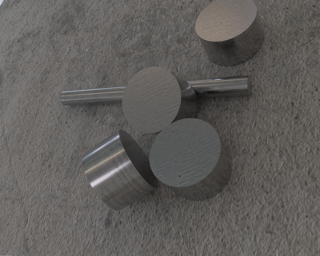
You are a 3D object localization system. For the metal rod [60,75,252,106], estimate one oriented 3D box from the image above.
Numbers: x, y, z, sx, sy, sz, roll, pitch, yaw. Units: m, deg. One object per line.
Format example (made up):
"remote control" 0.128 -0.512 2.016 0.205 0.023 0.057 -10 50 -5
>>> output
"metal rod" -0.024 -0.051 0.447 0.300 0.025 0.025 -1 62 27

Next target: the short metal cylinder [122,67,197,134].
"short metal cylinder" 0.000 -0.031 0.389 0.080 0.050 0.080 -3 84 27

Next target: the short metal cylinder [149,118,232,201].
"short metal cylinder" 0.035 0.036 0.347 0.080 0.050 0.080 -13 56 21

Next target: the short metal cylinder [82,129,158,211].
"short metal cylinder" -0.045 0.048 0.362 0.050 0.080 0.080 -33 52 7

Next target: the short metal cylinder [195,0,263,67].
"short metal cylinder" 0.094 -0.131 0.419 0.080 0.050 0.080 -13 56 21
